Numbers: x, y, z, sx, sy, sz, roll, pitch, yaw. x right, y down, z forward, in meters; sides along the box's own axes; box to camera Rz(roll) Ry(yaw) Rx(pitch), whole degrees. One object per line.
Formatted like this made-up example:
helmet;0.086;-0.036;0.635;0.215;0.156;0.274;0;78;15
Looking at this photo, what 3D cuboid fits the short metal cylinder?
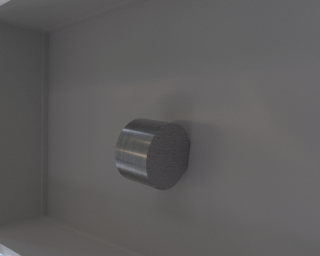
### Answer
short metal cylinder;-0.008;0.030;0.378;0.050;0.081;0.080;10;96;40
